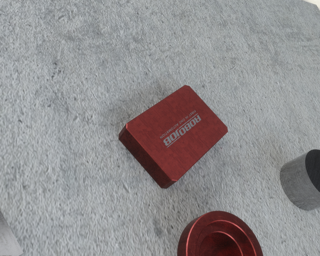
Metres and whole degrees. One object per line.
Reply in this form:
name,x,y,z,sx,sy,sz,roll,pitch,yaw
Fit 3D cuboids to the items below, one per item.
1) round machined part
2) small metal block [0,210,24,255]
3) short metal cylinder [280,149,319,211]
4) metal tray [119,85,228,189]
round machined part,0.062,0.145,0.340,0.099,0.042,0.098,14,56,-21
small metal block,-0.139,0.093,0.256,0.025,0.050,0.050,-27,77,-37
short metal cylinder,0.231,0.079,0.467,0.081,0.050,0.080,14,56,-21
metal tray,0.022,0.006,0.410,0.090,0.030,0.131,49,51,6
